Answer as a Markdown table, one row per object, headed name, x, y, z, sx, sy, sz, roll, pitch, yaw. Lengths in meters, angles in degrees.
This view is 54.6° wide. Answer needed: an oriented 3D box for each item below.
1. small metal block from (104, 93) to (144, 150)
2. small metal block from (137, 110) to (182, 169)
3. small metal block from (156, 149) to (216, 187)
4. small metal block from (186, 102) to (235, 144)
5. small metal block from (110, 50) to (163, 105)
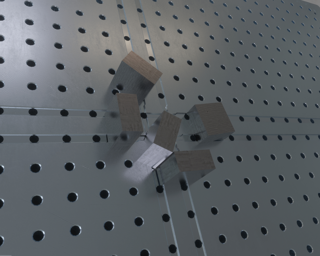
| name | x | y | z | sx | sy | sz | roll | pitch | yaw |
| --- | --- | --- | --- | --- | --- | --- | --- | --- | --- |
| small metal block | -0.045 | -0.007 | 0.372 | 0.025 | 0.050 | 0.050 | 2 | 61 | -27 |
| small metal block | -0.001 | 0.015 | 0.382 | 0.025 | 0.050 | 0.050 | 27 | 53 | -12 |
| small metal block | 0.030 | 0.049 | 0.378 | 0.050 | 0.050 | 0.025 | -1 | 62 | -29 |
| small metal block | 0.074 | -0.008 | 0.452 | 0.050 | 0.025 | 0.050 | -8 | 66 | -31 |
| small metal block | -0.032 | -0.066 | 0.415 | 0.050 | 0.050 | 0.025 | 36 | 51 | -4 |
